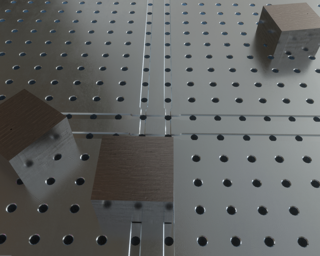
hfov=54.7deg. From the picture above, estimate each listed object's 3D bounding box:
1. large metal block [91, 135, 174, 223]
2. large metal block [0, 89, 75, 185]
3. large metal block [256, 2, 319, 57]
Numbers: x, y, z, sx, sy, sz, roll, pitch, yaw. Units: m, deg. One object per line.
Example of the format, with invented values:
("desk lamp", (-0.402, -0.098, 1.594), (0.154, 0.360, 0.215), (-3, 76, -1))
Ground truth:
("large metal block", (-0.026, 0.056, 0.344), (0.081, 0.050, 0.080), (1, 50, 0))
("large metal block", (-0.168, 0.008, 0.382), (0.080, 0.050, 0.080), (31, 56, 23))
("large metal block", (0.226, -0.172, 0.539), (0.081, 0.050, 0.080), (-7, 50, -6))
